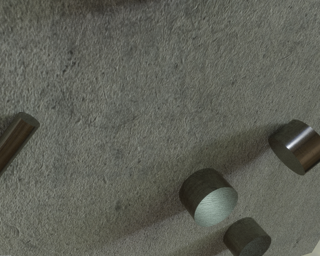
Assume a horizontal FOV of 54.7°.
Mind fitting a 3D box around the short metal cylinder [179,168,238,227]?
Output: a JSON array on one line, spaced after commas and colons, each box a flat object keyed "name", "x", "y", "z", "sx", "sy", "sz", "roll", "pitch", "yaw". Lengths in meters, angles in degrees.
[{"name": "short metal cylinder", "x": 0.078, "y": 0.112, "z": 0.503, "sx": 0.081, "sy": 0.050, "sz": 0.079, "roll": -14, "pitch": 124, "yaw": -21}]

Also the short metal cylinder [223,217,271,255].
[{"name": "short metal cylinder", "x": 0.177, "y": 0.229, "z": 0.630, "sx": 0.081, "sy": 0.050, "sz": 0.079, "roll": -14, "pitch": 124, "yaw": -21}]

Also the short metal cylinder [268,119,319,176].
[{"name": "short metal cylinder", "x": 0.229, "y": 0.032, "z": 0.517, "sx": 0.050, "sy": 0.080, "sz": 0.080, "roll": -38, "pitch": 129, "yaw": -2}]

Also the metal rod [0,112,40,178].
[{"name": "metal rod", "x": -0.233, "y": 0.105, "z": 0.344, "sx": 0.025, "sy": 0.025, "sz": 0.299, "roll": 34, "pitch": 99, "yaw": -39}]
